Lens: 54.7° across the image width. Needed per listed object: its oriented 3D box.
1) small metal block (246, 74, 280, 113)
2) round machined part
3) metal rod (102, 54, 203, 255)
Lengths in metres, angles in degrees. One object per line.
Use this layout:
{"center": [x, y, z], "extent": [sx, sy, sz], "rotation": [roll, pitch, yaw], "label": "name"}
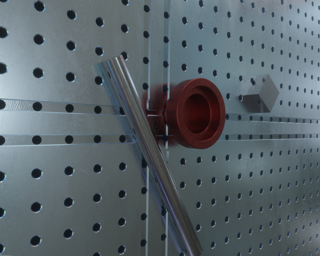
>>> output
{"center": [0.191, -0.063, 0.573], "extent": [0.050, 0.025, 0.050], "rotation": [47, 62, -30], "label": "small metal block"}
{"center": [0.046, -0.020, 0.439], "extent": [0.099, 0.042, 0.097], "rotation": [0, 90, -40], "label": "round machined part"}
{"center": [-0.003, 0.050, 0.408], "extent": [0.025, 0.025, 0.299], "rotation": [-35, 112, -35], "label": "metal rod"}
